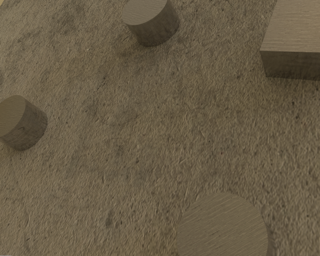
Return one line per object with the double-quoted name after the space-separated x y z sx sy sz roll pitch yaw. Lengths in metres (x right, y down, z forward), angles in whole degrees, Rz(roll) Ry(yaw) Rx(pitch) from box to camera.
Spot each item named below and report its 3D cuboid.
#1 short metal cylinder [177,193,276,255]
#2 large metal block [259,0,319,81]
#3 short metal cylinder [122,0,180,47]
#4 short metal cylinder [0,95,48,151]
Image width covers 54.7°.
0.063 0.107 0.289 0.080 0.050 0.080 -13 56 21 "short metal cylinder"
0.172 -0.104 0.361 0.080 0.050 0.080 11 67 33 "large metal block"
-0.014 -0.180 0.506 0.080 0.050 0.080 -13 56 21 "short metal cylinder"
-0.238 -0.008 0.518 0.080 0.050 0.080 -13 56 21 "short metal cylinder"
